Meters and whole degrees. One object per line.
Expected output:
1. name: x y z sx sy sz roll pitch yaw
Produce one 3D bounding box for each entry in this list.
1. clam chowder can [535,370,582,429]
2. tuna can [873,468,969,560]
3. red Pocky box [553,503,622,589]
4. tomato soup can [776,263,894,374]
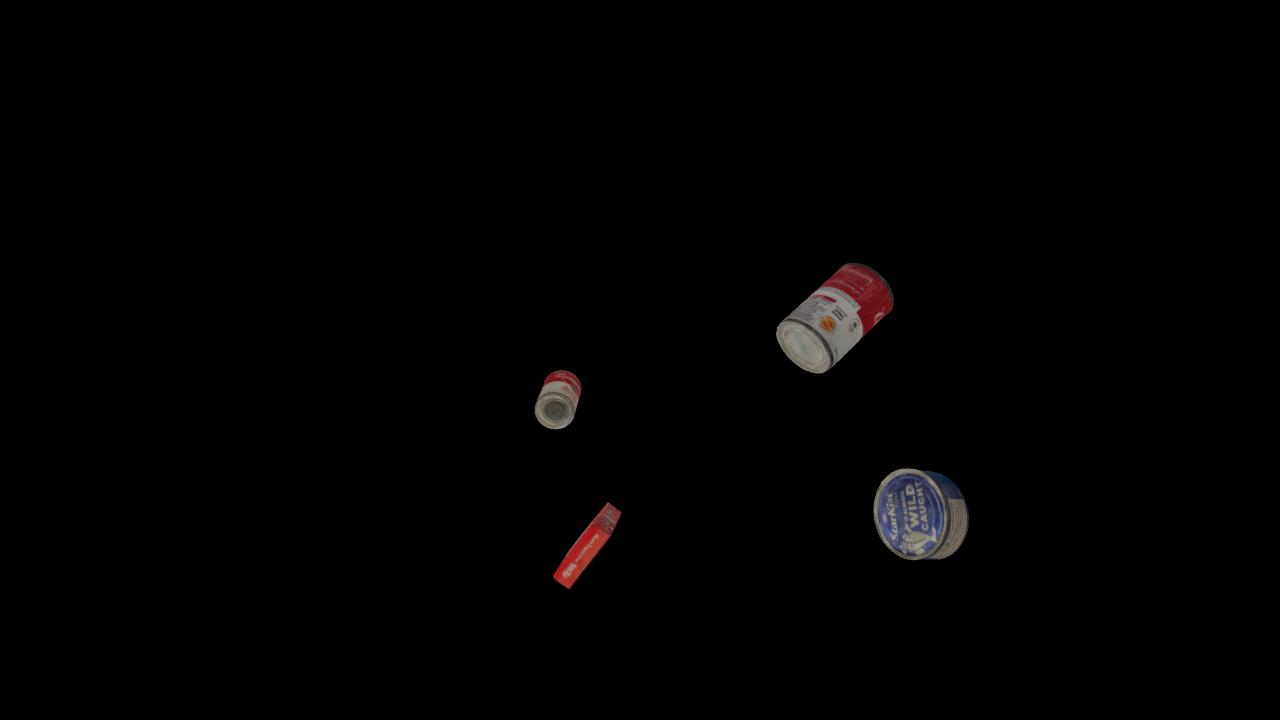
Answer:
1. clam chowder can: -0.137 0.066 1.038 0.068 0.068 0.102 0 20 1
2. tuna can: 0.265 0.146 0.584 0.034 0.084 0.084 10 -4 -25
3. red Pocky box: -0.063 0.232 0.786 0.028 0.083 0.155 39 -2 5
4. tomato soup can: 0.193 -0.041 0.613 0.101 0.068 0.068 -39 16 -20
